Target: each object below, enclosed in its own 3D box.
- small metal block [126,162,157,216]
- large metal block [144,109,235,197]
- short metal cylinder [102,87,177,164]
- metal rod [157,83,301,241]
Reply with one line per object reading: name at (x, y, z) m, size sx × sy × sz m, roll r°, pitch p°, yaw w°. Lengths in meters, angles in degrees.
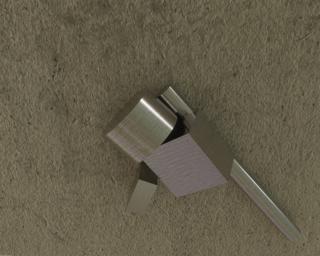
small metal block at (-0.024, 0.082, 0.427) m, size 0.025 × 0.050 × 0.050 m, roll 20°, pitch 109°, yaw -8°
large metal block at (0.035, 0.034, 0.392) m, size 0.080 × 0.050 × 0.080 m, roll -26°, pitch 113°, yaw 36°
short metal cylinder at (-0.025, -0.003, 0.379) m, size 0.080 × 0.080 × 0.050 m, roll -43°, pitch 105°, yaw 14°
metal rod at (0.104, 0.057, 0.432) m, size 0.025 × 0.025 × 0.300 m, roll -40°, pitch 106°, yaw 13°
